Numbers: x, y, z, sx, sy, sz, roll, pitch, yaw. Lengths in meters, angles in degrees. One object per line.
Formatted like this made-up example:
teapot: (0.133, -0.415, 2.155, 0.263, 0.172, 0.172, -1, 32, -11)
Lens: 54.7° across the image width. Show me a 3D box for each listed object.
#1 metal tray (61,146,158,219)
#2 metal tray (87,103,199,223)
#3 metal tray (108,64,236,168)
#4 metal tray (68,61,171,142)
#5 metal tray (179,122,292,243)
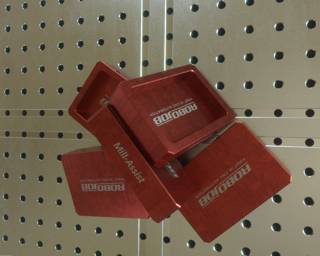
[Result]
metal tray: (-0.066, 0.069, 0.407, 0.130, 0.030, 0.089, -9, 98, 34)
metal tray: (-0.015, 0.034, 0.350, 0.030, 0.090, 0.130, -40, 78, 15)
metal tray: (0.019, -0.021, 0.350, 0.090, 0.131, 0.030, 53, 134, 12)
metal tray: (-0.054, -0.020, 0.427, 0.130, 0.030, 0.090, 38, 102, 15)
metal tray: (0.079, 0.065, 0.380, 0.130, 0.030, 0.090, -43, 77, 14)
